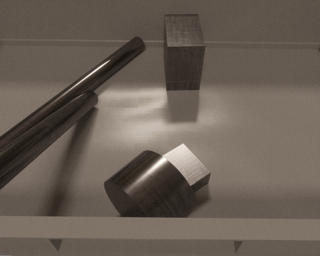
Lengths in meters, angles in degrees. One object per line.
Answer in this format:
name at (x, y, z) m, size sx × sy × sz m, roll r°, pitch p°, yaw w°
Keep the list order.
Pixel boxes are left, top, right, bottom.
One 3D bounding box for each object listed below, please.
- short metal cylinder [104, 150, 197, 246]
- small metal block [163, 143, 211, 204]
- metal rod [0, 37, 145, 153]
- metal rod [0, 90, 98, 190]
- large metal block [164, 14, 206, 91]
short metal cylinder at (-0.010, 0.069, 0.311) m, size 0.080 × 0.080 × 0.050 m, roll 37°, pitch 59°, yaw 26°
small metal block at (0.022, 0.053, 0.361) m, size 0.050 × 0.025 × 0.050 m, roll -29°, pitch 56°, yaw -22°
metal rod at (-0.123, -0.050, 0.445) m, size 0.025 × 0.025 × 0.301 m, roll 29°, pitch 55°, yaw 22°
metal rod at (-0.121, 0.012, 0.303) m, size 0.025 × 0.025 × 0.301 m, roll 7°, pitch 22°, yaw 6°
large metal block at (0.033, -0.113, 0.465) m, size 0.050 × 0.080 × 0.080 m, roll -2°, pitch 50°, yaw -2°
